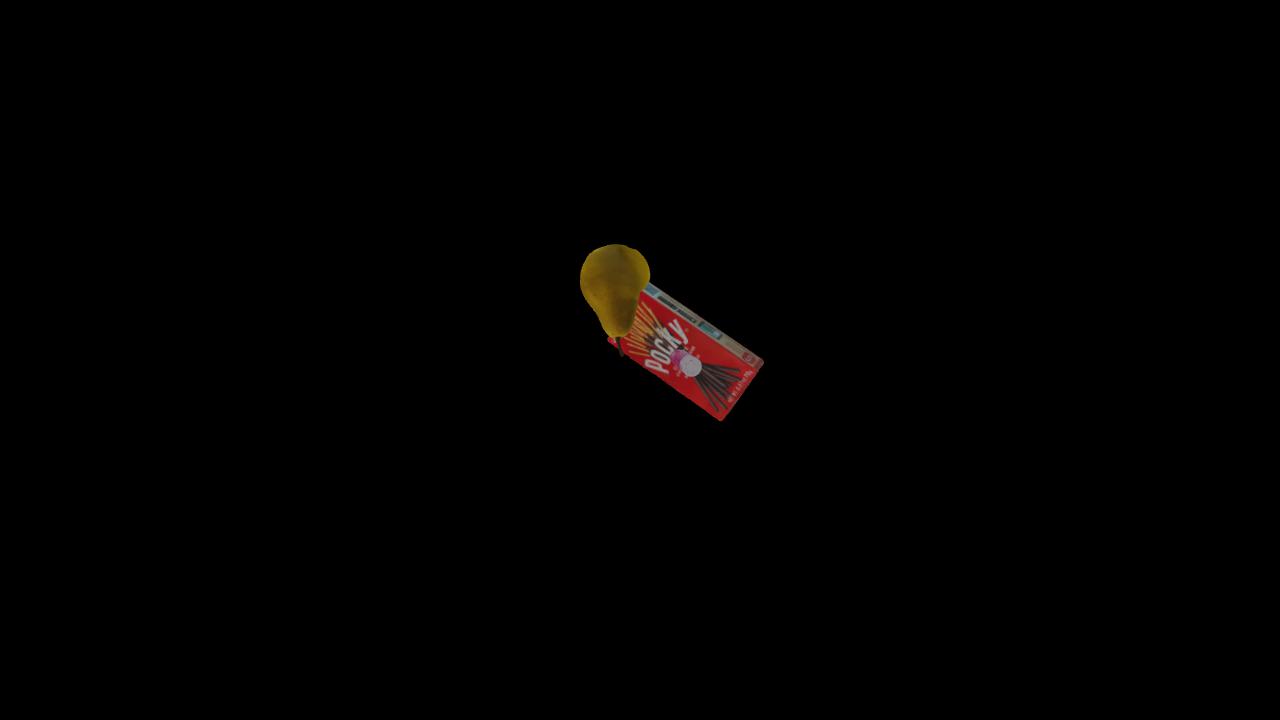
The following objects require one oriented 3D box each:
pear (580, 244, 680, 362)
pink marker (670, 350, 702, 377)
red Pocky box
[{"bbox_3d":[-0.026,-0.062,0.635,0.080,0.111,0.080,-1,-23,0],"label":"pear"},{"bbox_3d":[0.040,-0.003,0.632,0.020,0.020,0.121,0,10,-8],"label":"pink marker"},{"bbox_3d":[0.043,-0.010,0.640,0.155,0.083,0.028,35,41,11],"label":"red Pocky box"}]
